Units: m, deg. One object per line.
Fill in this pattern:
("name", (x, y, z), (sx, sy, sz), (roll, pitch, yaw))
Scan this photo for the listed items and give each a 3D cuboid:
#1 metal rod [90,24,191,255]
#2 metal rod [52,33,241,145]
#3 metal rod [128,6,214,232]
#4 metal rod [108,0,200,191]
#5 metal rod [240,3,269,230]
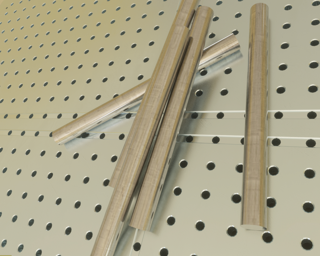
("metal rod", (-0.020, 0.011, 0.377), (0.025, 0.025, 0.299), (13, 78, 33))
("metal rod", (-0.027, -0.052, 0.452), (0.301, 0.025, 0.025), (-27, 53, 10))
("metal rod", (0.020, -0.024, 0.390), (0.025, 0.025, 0.299), (8, 72, 31))
("metal rod", (-0.001, -0.061, 0.416), (0.025, 0.025, 0.299), (14, 77, 33))
("metal rod", (0.115, -0.035, 0.368), (0.025, 0.025, 0.299), (-4, 60, 26))
